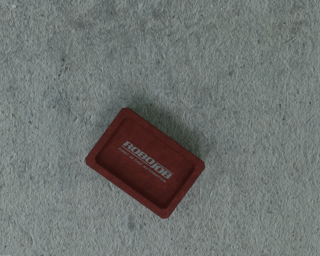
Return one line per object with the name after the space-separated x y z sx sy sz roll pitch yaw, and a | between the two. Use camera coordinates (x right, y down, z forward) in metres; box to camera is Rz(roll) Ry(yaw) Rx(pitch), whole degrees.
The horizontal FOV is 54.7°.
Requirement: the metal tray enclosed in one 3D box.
-0.019 0.045 0.408 0.130 0.030 0.090 36 90 -1 | metal tray
